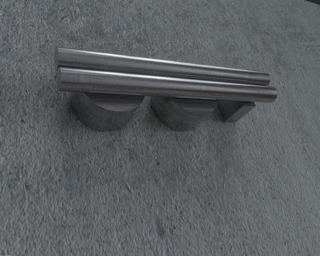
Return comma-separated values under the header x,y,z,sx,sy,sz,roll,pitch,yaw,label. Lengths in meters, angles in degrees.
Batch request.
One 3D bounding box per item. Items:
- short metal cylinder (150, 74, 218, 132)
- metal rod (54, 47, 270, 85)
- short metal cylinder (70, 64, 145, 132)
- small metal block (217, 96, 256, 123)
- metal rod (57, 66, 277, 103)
x,y,z,sx,sy,sz,roll,pitch,yaw,label
0.033,-0.041,0.432,0.081,0.050,0.080,14,56,-21,short metal cylinder
0.024,-0.073,0.397,0.303,0.025,0.025,0,62,-28,metal rod
-0.064,-0.042,0.379,0.081,0.050,0.080,14,56,-21,short metal cylinder
0.113,-0.042,0.477,0.025,0.050,0.050,-1,62,-29,small metal block
0.030,-0.050,0.387,0.303,0.025,0.025,0,62,-28,metal rod
